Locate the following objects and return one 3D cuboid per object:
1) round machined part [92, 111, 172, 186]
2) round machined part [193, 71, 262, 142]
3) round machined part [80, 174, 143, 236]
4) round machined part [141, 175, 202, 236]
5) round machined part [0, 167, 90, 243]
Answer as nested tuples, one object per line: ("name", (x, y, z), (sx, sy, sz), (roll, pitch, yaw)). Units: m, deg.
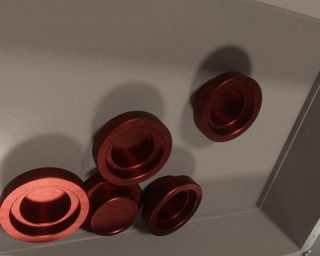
("round machined part", (-0.038, 0.021, 0.392), (0.099, 0.042, 0.097), (-14, 125, -21))
("round machined part", (0.088, -0.032, 0.428), (0.099, 0.042, 0.097), (-14, 125, -21))
("round machined part", (-0.068, 0.110, 0.430), (0.099, 0.042, 0.097), (-14, 124, -21))
("round machined part", (0.013, 0.111, 0.468), (0.099, 0.042, 0.097), (-23, 132, -28))
("round machined part", (-0.138, 0.087, 0.373), (0.099, 0.042, 0.097), (-10, 121, -17))
